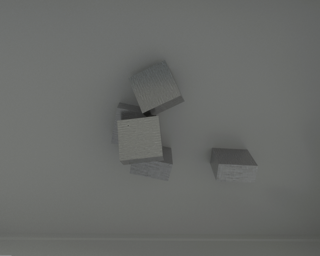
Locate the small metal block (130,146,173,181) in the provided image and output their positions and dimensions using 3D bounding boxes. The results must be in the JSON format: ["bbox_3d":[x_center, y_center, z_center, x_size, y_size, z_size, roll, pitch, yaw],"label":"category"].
[{"bbox_3d":[-0.011,0.043,0.414,0.050,0.050,0.025,13,110,-5],"label":"small metal block"}]

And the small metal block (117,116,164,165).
[{"bbox_3d":[-0.023,0.015,0.376,0.050,0.025,0.050,-7,72,2],"label":"small metal block"}]

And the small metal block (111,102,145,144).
[{"bbox_3d":[-0.035,-0.002,0.410,0.050,0.025,0.050,11,110,-5],"label":"small metal block"}]

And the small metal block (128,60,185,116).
[{"bbox_3d":[-0.004,-0.047,0.381,0.050,0.025,0.050,-25,73,8],"label":"small metal block"}]

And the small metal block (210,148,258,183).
[{"bbox_3d":[0.098,0.049,0.418,0.050,0.050,0.025,3,110,-2],"label":"small metal block"}]
